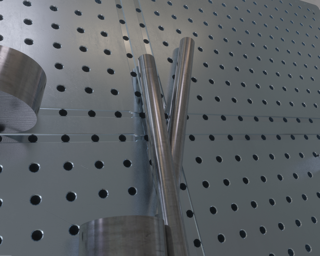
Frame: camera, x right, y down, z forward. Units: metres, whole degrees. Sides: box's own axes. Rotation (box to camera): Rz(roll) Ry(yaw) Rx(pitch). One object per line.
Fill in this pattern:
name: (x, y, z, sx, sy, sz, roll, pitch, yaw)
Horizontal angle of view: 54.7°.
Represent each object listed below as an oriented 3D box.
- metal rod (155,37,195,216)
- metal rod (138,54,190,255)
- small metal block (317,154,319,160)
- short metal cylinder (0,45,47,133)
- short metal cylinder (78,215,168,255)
metal rod: (0.026, -0.021, 0.434, 0.025, 0.025, 0.300, 21, 54, -16)
metal rod: (0.000, 0.021, 0.374, 0.025, 0.025, 0.299, 9, 52, -24)
small metal block: (0.312, 0.043, 0.534, 0.050, 0.050, 0.025, -10, 67, -33)
short metal cylinder: (-0.160, -0.036, 0.309, 0.081, 0.080, 0.050, 13, 56, -21)
short metal cylinder: (-0.033, 0.115, 0.285, 0.081, 0.080, 0.050, 8, 59, -24)
